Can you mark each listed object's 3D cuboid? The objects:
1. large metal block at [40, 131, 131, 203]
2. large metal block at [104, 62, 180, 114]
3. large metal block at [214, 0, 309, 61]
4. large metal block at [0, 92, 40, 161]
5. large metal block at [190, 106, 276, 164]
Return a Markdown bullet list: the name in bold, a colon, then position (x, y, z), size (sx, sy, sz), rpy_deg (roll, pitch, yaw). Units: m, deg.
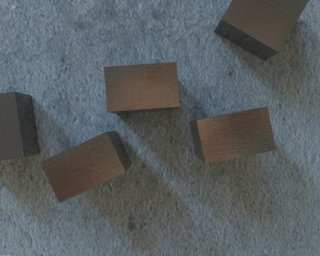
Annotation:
- **large metal block**: position (-0.085, 0.043, 0.381), size (0.080, 0.080, 0.050), rpy_deg (-25, 90, 0)
- **large metal block**: position (-0.020, -0.046, 0.382), size (0.081, 0.080, 0.050), rpy_deg (-4, 90, -1)
- **large metal block**: position (0.129, -0.146, 0.399), size (0.080, 0.050, 0.080), rpy_deg (30, 90, -1)
- **large metal block**: position (-0.208, 0.001, 0.395), size (0.081, 0.050, 0.080), rpy_deg (-8, 90, -1)
- **large metal block**: position (0.085, 0.008, 0.384), size (0.080, 0.080, 0.050), rpy_deg (-11, 90, 0)
